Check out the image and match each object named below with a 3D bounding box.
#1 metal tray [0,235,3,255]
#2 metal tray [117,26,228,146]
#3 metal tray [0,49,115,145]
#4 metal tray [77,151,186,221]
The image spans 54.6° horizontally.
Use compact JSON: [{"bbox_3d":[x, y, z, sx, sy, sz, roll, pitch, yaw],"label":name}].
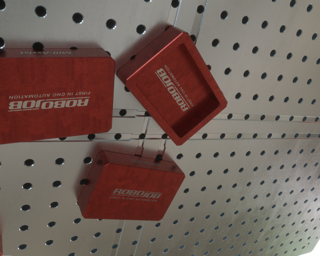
[{"bbox_3d":[-0.250,0.119,0.345,0.091,0.030,0.129,-24,127,-14],"label":"metal tray"},{"bbox_3d":[0.021,-0.047,0.389,0.090,0.030,0.130,-41,129,-1],"label":"metal tray"},{"bbox_3d":[-0.116,-0.034,0.323,0.131,0.030,0.089,-7,122,-25],"label":"metal tray"},{"bbox_3d":[-0.038,0.086,0.440,0.131,0.030,0.090,14,111,-34],"label":"metal tray"}]
